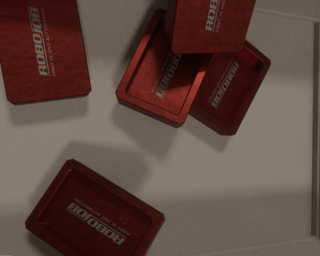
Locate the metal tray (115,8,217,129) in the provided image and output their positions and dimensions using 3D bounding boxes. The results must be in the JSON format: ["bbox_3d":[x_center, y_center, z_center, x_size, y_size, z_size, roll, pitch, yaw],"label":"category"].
[{"bbox_3d":[0.011,-0.076,0.395,0.090,0.030,0.130,24,79,1],"label":"metal tray"}]

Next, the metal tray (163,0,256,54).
[{"bbox_3d":[0.057,-0.146,0.330,0.091,0.030,0.129,-5,130,-16],"label":"metal tray"}]

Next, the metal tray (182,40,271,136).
[{"bbox_3d":[0.093,-0.065,0.443,0.090,0.030,0.130,32,79,-18],"label":"metal tray"}]

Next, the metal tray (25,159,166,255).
[{"bbox_3d":[-0.071,0.105,0.350,0.130,0.030,0.090,29,78,12],"label":"metal tray"}]

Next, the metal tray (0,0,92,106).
[{"bbox_3d":[-0.136,-0.096,0.358,0.091,0.030,0.129,-10,94,-20],"label":"metal tray"}]
